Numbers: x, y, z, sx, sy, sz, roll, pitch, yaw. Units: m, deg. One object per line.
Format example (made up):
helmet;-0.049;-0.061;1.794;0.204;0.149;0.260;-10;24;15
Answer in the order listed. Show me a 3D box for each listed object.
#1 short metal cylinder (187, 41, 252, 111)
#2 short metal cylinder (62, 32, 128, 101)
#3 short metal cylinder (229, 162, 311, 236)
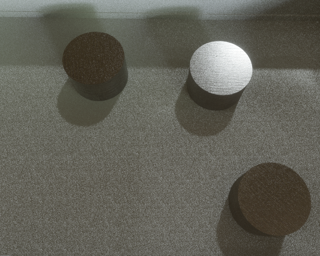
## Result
short metal cylinder;0.079;-0.070;0.422;0.081;0.050;0.080;0;70;0
short metal cylinder;-0.087;-0.084;0.426;0.081;0.050;0.080;0;70;0
short metal cylinder;0.127;0.085;0.366;0.081;0.050;0.080;0;70;0
